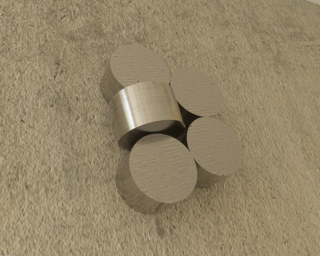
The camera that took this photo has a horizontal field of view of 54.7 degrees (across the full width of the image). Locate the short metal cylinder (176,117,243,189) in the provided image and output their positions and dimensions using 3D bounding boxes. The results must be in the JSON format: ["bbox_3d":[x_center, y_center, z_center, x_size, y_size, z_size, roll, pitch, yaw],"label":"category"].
[{"bbox_3d":[0.058,0.032,0.400,0.081,0.050,0.080,13,57,-20],"label":"short metal cylinder"}]

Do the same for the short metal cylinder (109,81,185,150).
[{"bbox_3d":[-0.016,-0.012,0.369,0.081,0.080,0.050,-3,64,-30],"label":"short metal cylinder"}]

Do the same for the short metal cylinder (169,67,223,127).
[{"bbox_3d":[0.039,-0.038,0.433,0.081,0.050,0.080,13,57,-21],"label":"short metal cylinder"}]

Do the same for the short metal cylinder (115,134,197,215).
[{"bbox_3d":[-0.005,0.053,0.354,0.081,0.050,0.080,13,57,-20],"label":"short metal cylinder"}]

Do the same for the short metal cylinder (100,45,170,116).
[{"bbox_3d":[-0.034,-0.062,0.409,0.081,0.050,0.080,13,57,-20],"label":"short metal cylinder"}]
